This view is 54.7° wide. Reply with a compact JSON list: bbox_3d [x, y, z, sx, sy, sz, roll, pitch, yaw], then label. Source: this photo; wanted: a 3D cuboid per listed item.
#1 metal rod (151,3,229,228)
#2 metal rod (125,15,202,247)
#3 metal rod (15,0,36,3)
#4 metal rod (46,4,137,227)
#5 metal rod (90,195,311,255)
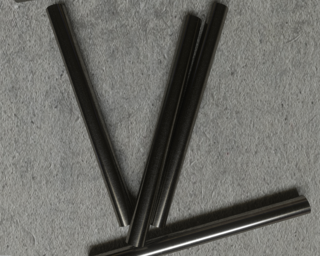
[{"bbox_3d":[0.037,-0.017,0.410,0.025,0.025,0.298,16,90,0],"label":"metal rod"},{"bbox_3d":[0.006,0.001,0.400,0.025,0.025,0.299,15,86,0],"label":"metal rod"},{"bbox_3d":[-0.043,-0.202,0.409,0.302,0.025,0.025,-9,90,0],"label":"metal rod"},{"bbox_3d":[-0.090,-0.016,0.409,0.025,0.025,0.299,-19,90,0],"label":"metal rod"},{"bbox_3d":[0.048,0.142,0.410,0.302,0.025,0.025,-16,90,0],"label":"metal rod"}]
